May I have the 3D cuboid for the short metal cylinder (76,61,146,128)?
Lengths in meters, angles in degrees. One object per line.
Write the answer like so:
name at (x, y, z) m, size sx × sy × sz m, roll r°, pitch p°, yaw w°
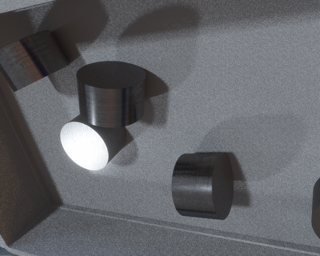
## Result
short metal cylinder at (-0.058, -0.043, 0.377) m, size 0.080 × 0.080 × 0.050 m, roll 17°, pitch 125°, yaw 18°

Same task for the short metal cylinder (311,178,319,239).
short metal cylinder at (0.211, 0.090, 0.337) m, size 0.080 × 0.050 × 0.079 m, roll 13°, pitch 124°, yaw 21°

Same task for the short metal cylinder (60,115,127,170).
short metal cylinder at (-0.096, 0.015, 0.452) m, size 0.080 × 0.050 × 0.079 m, roll 13°, pitch 124°, yaw 21°

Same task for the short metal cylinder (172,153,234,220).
short metal cylinder at (0.056, 0.072, 0.388) m, size 0.050 × 0.080 × 0.080 m, roll -4°, pitch 117°, yaw 30°

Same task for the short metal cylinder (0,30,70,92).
short metal cylinder at (-0.168, -0.088, 0.407) m, size 0.080 × 0.080 × 0.050 m, roll -15°, pitch 111°, yaw 34°
